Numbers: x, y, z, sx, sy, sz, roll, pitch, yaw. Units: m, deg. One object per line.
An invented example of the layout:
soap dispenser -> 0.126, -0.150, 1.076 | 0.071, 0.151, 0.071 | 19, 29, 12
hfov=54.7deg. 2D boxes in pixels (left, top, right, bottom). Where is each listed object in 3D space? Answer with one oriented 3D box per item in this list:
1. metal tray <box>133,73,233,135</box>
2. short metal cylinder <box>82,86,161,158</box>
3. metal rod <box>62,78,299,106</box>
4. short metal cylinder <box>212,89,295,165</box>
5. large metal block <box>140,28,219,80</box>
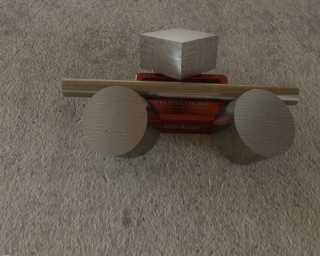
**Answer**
metal tray -> 0.030, -0.036, 0.432 | 0.131, 0.030, 0.090 | 2, 50, 1
short metal cylinder -> -0.044, -0.005, 0.369 | 0.080, 0.050, 0.080 | -3, 81, 17
metal rod -> 0.025, -0.048, 0.406 | 0.302, 0.025, 0.025 | 2, 50, 2
short metal cylinder -> 0.110, 0.000, 0.368 | 0.081, 0.050, 0.080 | 6, 72, -18
large metal block -> 0.028, -0.112, 0.455 | 0.080, 0.050, 0.081 | 24, 36, 39
